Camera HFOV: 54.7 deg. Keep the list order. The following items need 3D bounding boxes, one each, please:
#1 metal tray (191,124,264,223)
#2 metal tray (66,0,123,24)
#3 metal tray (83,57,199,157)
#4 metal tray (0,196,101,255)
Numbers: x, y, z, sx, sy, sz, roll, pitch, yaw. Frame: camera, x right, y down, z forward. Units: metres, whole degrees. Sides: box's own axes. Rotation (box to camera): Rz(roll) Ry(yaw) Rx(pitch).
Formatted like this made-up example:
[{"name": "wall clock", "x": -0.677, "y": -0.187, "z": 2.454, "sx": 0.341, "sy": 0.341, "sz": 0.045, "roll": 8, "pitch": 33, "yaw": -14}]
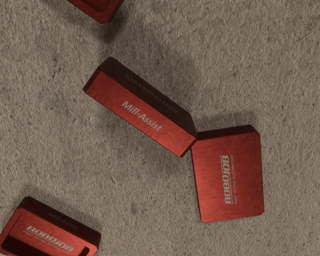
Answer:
[{"name": "metal tray", "x": 0.094, "y": 0.066, "z": 0.433, "sx": 0.091, "sy": 0.030, "sz": 0.129, "roll": -9, "pitch": 110, "yaw": 2}, {"name": "metal tray", "x": -0.090, "y": -0.188, "z": 0.336, "sx": 0.130, "sy": 0.030, "sz": 0.090, "roll": 33, "pitch": 106, "yaw": -12}, {"name": "metal tray", "x": -0.019, "y": -0.028, "z": 0.364, "sx": 0.130, "sy": 0.090, "sz": 0.030, "roll": 35, "pitch": 106, "yaw": -12}, {"name": "metal tray", "x": -0.168, "y": 0.171, "z": 0.467, "sx": 0.130, "sy": 0.030, "sz": 0.090, "roll": 32, "pitch": 107, "yaw": -12}]
